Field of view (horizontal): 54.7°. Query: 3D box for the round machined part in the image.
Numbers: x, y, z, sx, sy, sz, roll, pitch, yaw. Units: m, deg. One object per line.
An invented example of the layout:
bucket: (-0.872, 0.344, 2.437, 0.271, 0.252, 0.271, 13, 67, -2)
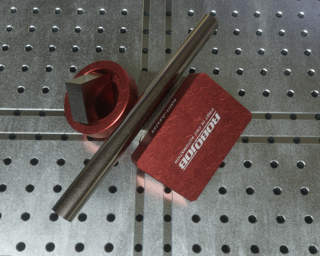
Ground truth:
round machined part: (-0.071, -0.034, 0.400, 0.098, 0.042, 0.098, -7, 71, 23)

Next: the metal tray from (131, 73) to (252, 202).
metal tray: (0.039, 0.011, 0.370, 0.090, 0.030, 0.130, 36, 86, -21)

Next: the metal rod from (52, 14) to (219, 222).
metal rod: (-0.018, -0.025, 0.367, 0.025, 0.025, 0.300, 33, 73, 11)

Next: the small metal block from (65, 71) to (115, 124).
small metal block: (-0.084, -0.039, 0.382, 0.025, 0.050, 0.050, 12, 30, 31)

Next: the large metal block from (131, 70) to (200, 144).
large metal block: (0.008, -0.023, 0.406, 0.080, 0.050, 0.080, 9, 70, 3)
